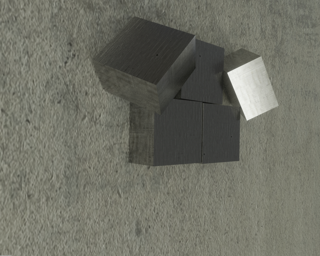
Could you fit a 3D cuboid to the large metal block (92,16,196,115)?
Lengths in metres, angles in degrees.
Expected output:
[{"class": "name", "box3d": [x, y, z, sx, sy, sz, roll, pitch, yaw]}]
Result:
[{"class": "large metal block", "box3d": [-0.014, -0.072, 0.351, 0.080, 0.080, 0.050, -55, 157, -26]}]

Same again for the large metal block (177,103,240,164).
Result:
[{"class": "large metal block", "box3d": [0.071, 0.008, 0.449, 0.081, 0.050, 0.079, 2, 89, -40]}]

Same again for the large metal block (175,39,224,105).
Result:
[{"class": "large metal block", "box3d": [0.042, -0.075, 0.428, 0.081, 0.050, 0.080, 4, 88, -40]}]

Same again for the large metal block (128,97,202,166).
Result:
[{"class": "large metal block", "box3d": [0.008, 0.005, 0.398, 0.081, 0.050, 0.079, 2, 89, -40]}]

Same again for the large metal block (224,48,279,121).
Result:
[{"class": "large metal block", "box3d": [0.129, -0.069, 0.473, 0.050, 0.080, 0.080, -26, 112, 6]}]
